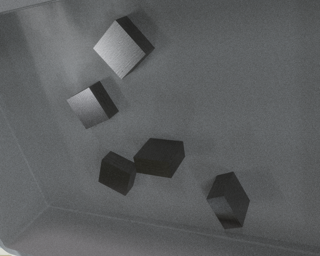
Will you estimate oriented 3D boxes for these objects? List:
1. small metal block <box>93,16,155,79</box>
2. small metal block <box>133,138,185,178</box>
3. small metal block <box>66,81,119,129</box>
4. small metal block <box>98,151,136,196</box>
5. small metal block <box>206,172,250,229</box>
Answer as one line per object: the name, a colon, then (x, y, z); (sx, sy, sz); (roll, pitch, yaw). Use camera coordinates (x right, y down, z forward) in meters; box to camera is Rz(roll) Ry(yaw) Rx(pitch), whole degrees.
small metal block: (-0.043, -0.096, 0.371); (0.050, 0.025, 0.050); (48, 129, -6)
small metal block: (0.000, 0.039, 0.415); (0.050, 0.050, 0.025); (5, 121, 25)
small metal block: (-0.095, -0.032, 0.437); (0.050, 0.025, 0.050); (-20, 108, 35)
small metal block: (-0.066, 0.071, 0.486); (0.050, 0.025, 0.050); (25, 127, 12)
small metal block: (0.090, 0.094, 0.402); (0.025, 0.050, 0.050); (-21, 107, 36)
